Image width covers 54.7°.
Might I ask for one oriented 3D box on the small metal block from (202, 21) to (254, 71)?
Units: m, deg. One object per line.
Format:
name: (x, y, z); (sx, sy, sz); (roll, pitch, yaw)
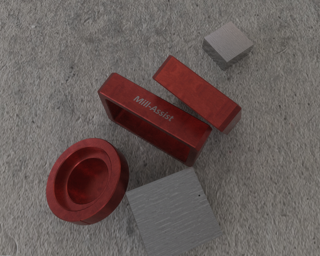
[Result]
small metal block: (0.098, -0.120, 0.452); (0.050, 0.025, 0.050); (-35, 74, -12)

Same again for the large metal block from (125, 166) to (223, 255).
large metal block: (0.013, 0.100, 0.355); (0.081, 0.050, 0.080); (-20, 71, -12)

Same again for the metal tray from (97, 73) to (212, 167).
metal tray: (-0.007, -0.006, 0.375); (0.130, 0.090, 0.030); (30, 73, 10)

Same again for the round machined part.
round machined part: (-0.079, 0.064, 0.362); (0.098, 0.042, 0.098); (-12, 58, 20)

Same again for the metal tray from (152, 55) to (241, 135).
metal tray: (0.050, -0.032, 0.363); (0.090, 0.130, 0.030); (40, 97, 13)
